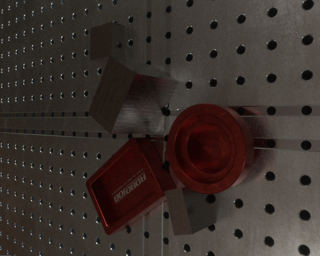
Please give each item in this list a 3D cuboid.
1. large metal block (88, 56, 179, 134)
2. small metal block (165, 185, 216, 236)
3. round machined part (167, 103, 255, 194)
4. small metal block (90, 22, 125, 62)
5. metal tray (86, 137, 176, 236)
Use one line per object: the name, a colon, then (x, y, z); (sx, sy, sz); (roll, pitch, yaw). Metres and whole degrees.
large metal block: (-0.034, -0.040, 0.399); (0.050, 0.081, 0.079); (38, 113, 33)
small metal block: (0.036, 0.093, 0.362); (0.025, 0.050, 0.050); (-20, 78, 38)
round machined part: (0.059, 0.022, 0.348); (0.098, 0.042, 0.097); (0, 90, 39)
small metal block: (-0.081, -0.130, 0.474); (0.050, 0.025, 0.050); (2, 91, 39)
metal tray: (-0.047, 0.084, 0.442); (0.129, 0.030, 0.090); (-43, 65, 31)
